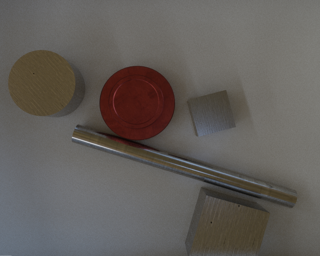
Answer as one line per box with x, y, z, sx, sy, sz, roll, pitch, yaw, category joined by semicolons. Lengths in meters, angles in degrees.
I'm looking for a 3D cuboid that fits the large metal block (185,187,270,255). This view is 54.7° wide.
0.084;0.131;0.400;0.080;0.050;0.080;16;90;-1;large metal block

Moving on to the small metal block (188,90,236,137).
0.068;-0.019;0.412;0.050;0.025;0.050;-15;90;-1;small metal block

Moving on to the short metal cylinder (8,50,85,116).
-0.142;-0.054;0.397;0.081;0.050;0.079;0;90;-1;short metal cylinder

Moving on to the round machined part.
-0.030;-0.032;0.403;0.099;0.042;0.097;0;90;-1;round machined part

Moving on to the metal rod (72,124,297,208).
0.033;0.051;0.411;0.302;0.025;0.025;17;90;-1;metal rod
